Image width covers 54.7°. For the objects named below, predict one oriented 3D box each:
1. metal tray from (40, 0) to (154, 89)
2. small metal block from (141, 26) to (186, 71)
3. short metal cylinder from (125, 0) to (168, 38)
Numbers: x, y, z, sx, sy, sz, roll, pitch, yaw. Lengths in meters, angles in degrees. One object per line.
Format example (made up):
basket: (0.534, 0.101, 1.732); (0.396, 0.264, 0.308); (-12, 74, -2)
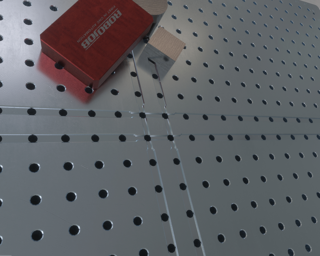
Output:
metal tray: (-0.081, -0.127, 0.416); (0.090, 0.030, 0.130); (38, 67, -3)
small metal block: (0.007, -0.125, 0.488); (0.050, 0.025, 0.050); (33, 51, -7)
short metal cylinder: (-0.035, -0.190, 0.490); (0.081, 0.050, 0.080); (14, 56, -21)
